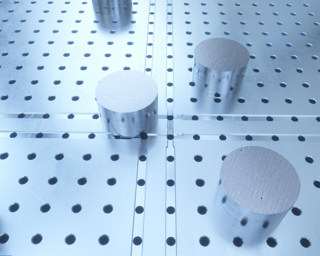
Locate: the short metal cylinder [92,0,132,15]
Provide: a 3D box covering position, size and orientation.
[{"bbox_3d":[-0.097,-0.269,0.617,0.081,0.050,0.080,0,50,0],"label":"short metal cylinder"}]

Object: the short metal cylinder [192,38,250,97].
[{"bbox_3d":[0.090,-0.092,0.469,0.081,0.050,0.080,0,50,0],"label":"short metal cylinder"}]

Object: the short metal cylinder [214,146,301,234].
[{"bbox_3d":[0.102,0.066,0.336,0.081,0.050,0.080,0,50,0],"label":"short metal cylinder"}]

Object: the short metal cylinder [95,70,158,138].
[{"bbox_3d":[-0.043,-0.033,0.419,0.081,0.050,0.080,0,50,0],"label":"short metal cylinder"}]
